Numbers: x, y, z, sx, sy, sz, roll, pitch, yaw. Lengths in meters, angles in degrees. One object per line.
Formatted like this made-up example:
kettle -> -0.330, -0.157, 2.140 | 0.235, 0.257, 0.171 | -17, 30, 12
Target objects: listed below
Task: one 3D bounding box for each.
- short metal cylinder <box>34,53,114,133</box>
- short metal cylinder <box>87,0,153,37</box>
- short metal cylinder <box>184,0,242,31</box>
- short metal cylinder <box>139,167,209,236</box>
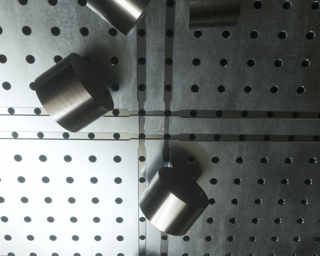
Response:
short metal cylinder -> -0.099, -0.041, 0.367 | 0.050, 0.080, 0.080 | -32, 107, 11
short metal cylinder -> -0.033, -0.146, 0.330 | 0.050, 0.080, 0.080 | 37, 106, -13
short metal cylinder -> 0.053, -0.146, 0.331 | 0.050, 0.080, 0.079 | -4, 110, 1
short metal cylinder -> 0.019, 0.098, 0.420 | 0.080, 0.080, 0.050 | 30, 107, -11
